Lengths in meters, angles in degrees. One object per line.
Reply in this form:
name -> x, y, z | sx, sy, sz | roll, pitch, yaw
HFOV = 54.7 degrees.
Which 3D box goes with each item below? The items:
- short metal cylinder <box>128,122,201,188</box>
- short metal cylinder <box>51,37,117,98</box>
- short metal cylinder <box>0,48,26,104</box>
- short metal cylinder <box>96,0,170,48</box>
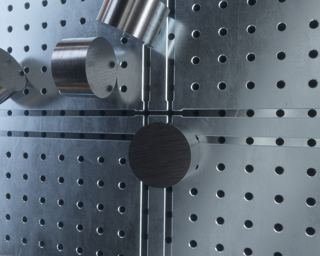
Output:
short metal cylinder -> 0.007, 0.033, 0.397 | 0.080, 0.050, 0.079 | 0, 90, 20
short metal cylinder -> -0.099, -0.081, 0.418 | 0.050, 0.080, 0.079 | 4, 91, 20
short metal cylinder -> -0.256, -0.079, 0.474 | 0.050, 0.080, 0.080 | -29, 81, 18
short metal cylinder -> -0.034, -0.143, 0.395 | 0.080, 0.080, 0.050 | 28, 99, 18
